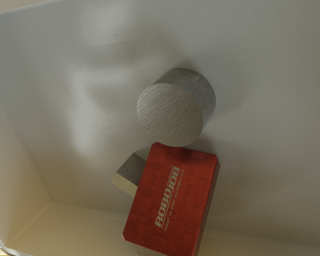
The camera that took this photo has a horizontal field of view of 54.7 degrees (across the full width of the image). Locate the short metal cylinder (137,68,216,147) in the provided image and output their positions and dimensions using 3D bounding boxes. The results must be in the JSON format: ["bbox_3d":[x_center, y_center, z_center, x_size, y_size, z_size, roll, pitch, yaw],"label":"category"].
[{"bbox_3d":[0.020,-0.025,0.366,0.080,0.050,0.079,13,124,20],"label":"short metal cylinder"}]

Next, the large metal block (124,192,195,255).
[{"bbox_3d":[0.009,0.139,0.453,0.080,0.080,0.050,-10,114,32],"label":"large metal block"}]

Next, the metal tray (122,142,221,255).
[{"bbox_3d":[0.017,0.090,0.393,0.090,0.130,0.030,11,162,21],"label":"metal tray"}]

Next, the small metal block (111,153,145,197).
[{"bbox_3d":[-0.034,0.071,0.453,0.050,0.050,0.025,33,129,6],"label":"small metal block"}]
